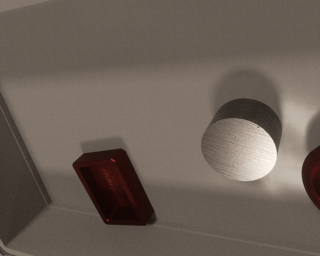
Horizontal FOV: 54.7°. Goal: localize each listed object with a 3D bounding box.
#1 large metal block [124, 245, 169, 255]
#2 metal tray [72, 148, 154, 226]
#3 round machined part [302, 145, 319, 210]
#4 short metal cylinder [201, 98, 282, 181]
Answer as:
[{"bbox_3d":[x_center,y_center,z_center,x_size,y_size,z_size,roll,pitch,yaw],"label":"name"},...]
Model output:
[{"bbox_3d":[-0.024,0.275,0.576,0.080,0.050,0.079,6,121,25],"label":"large metal block"},{"bbox_3d":[-0.075,0.099,0.504,0.090,0.030,0.129,-10,114,32],"label":"metal tray"},{"bbox_3d":[0.199,0.052,0.309,0.098,0.042,0.097,36,139,39],"label":"round machined part"},{"bbox_3d":[0.093,0.013,0.351,0.080,0.050,0.079,13,124,20],"label":"short metal cylinder"}]
